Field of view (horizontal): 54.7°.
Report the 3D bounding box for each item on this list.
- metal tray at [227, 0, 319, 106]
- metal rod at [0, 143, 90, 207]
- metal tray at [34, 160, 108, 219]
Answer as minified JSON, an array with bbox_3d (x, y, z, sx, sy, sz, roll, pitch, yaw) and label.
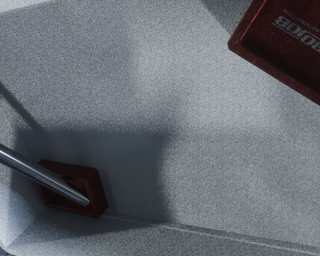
[{"bbox_3d":[0.140,-0.081,0.281,0.130,0.030,0.089,34,129,5],"label":"metal tray"},{"bbox_3d":[-0.232,0.043,0.468,0.301,0.025,0.025,37,133,-26],"label":"metal rod"},{"bbox_3d":[-0.163,0.109,0.555,0.130,0.030,0.089,5,121,25],"label":"metal tray"}]
